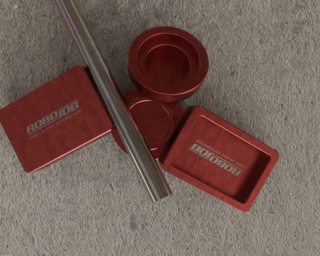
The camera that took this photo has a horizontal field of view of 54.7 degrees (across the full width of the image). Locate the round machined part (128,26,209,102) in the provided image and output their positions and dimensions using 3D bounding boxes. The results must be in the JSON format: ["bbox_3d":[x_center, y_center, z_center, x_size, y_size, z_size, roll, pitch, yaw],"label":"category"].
[{"bbox_3d":[0.008,-0.076,0.392,0.099,0.042,0.098,3,68,-6],"label":"round machined part"}]

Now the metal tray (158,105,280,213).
[{"bbox_3d":[0.075,0.039,0.398,0.131,0.030,0.090,29,90,-11],"label":"metal tray"}]

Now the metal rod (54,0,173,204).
[{"bbox_3d":[-0.064,-0.051,0.377,0.025,0.025,0.299,-27,77,0],"label":"metal rod"}]

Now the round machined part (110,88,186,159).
[{"bbox_3d":[-0.015,-0.007,0.403,0.099,0.042,0.097,0,90,0],"label":"round machined part"}]

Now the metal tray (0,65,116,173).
[{"bbox_3d":[-0.130,-0.010,0.397,0.130,0.030,0.090,-28,87,8],"label":"metal tray"}]
